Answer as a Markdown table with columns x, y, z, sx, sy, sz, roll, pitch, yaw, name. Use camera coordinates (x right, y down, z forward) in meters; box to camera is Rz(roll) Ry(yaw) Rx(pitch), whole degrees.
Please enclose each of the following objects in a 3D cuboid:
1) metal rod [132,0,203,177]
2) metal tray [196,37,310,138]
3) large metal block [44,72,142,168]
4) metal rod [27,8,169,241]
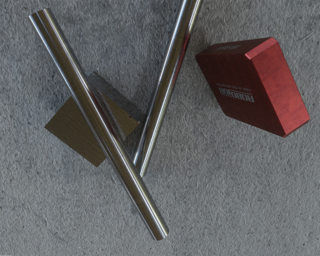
| x | y | z | sx | sy | sz | roll | pitch | yaw | name |
| --- | --- | --- | --- | --- | --- | --- | --- | --- | --- |
| 0.012 | -0.072 | 0.383 | 0.025 | 0.025 | 0.298 | 16 | 109 | -6 | metal rod |
| 0.092 | -0.047 | 0.336 | 0.030 | 0.130 | 0.090 | -33 | 108 | -6 | metal tray |
| -0.081 | -0.012 | 0.391 | 0.080 | 0.050 | 0.080 | 41 | 105 | -14 | large metal block |
| -0.060 | 0.012 | 0.359 | 0.025 | 0.025 | 0.299 | -23 | 109 | 8 | metal rod |
